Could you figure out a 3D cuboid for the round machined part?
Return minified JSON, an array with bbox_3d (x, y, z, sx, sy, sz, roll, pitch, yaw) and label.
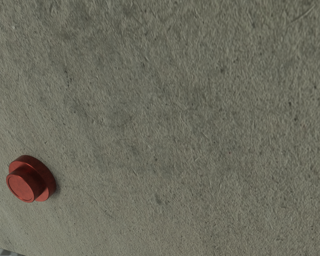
[{"bbox_3d":[-0.252,0.104,0.594,0.098,0.042,0.097,13,124,21],"label":"round machined part"}]
